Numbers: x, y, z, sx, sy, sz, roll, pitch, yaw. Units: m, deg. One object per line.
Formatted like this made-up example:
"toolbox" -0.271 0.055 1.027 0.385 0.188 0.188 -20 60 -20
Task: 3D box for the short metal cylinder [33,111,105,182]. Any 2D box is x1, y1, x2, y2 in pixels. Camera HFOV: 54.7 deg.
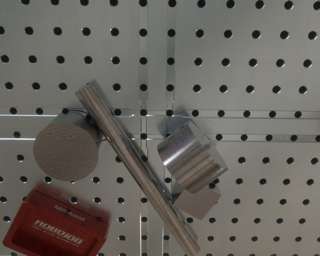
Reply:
"short metal cylinder" -0.117 0.023 0.407 0.081 0.050 0.079 0 110 0

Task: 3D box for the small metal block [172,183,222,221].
"small metal block" 0.052 0.098 0.450 0.050 0.025 0.050 30 107 -11

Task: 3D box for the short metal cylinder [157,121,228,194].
"short metal cylinder" 0.042 0.037 0.398 0.050 0.080 0.080 -40 106 13

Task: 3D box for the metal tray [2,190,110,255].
"metal tray" -0.155 0.161 0.468 0.131 0.030 0.090 28 107 -10

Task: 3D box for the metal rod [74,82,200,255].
"metal rod" -0.023 0.070 0.438 0.025 0.025 0.299 -29 108 10
